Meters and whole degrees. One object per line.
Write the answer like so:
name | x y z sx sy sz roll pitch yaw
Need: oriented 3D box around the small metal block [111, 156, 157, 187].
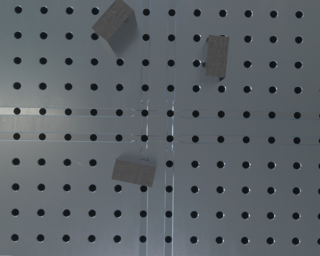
small metal block | -0.032 0.055 0.401 0.050 0.050 0.025 12 90 0

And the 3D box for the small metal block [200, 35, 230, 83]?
small metal block | 0.070 -0.087 0.401 0.025 0.050 0.050 6 90 0

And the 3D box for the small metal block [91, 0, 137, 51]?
small metal block | -0.057 -0.132 0.400 0.025 0.050 0.050 41 90 0
